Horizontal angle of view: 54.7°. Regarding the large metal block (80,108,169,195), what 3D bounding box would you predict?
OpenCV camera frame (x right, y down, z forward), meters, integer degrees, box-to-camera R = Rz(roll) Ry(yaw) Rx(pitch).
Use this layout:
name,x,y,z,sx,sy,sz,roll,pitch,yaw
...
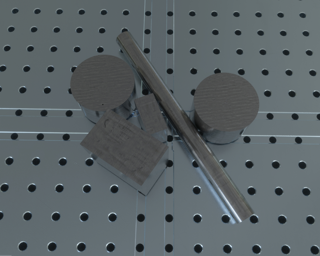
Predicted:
name,x,y,z,sx,sy,sz,roll,pitch,yaw
large metal block,-0.037,0.032,0.366,0.080,0.080,0.050,32,74,11

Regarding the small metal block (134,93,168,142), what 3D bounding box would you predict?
name,x,y,z,sx,sy,sz,roll,pitch,yaw
small metal block,-0.011,-0.009,0.397,0.025,0.050,0.050,-20,72,-7

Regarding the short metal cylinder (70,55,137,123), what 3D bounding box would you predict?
name,x,y,z,sx,sy,sz,roll,pitch,yaw
short metal cylinder,-0.072,-0.050,0.412,0.081,0.050,0.080,0,70,0

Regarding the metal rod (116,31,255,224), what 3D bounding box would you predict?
name,x,y,z,sx,sy,sz,roll,pitch,yaw
metal rod,0.024,-0.013,0.412,0.025,0.025,0.299,-30,73,-10

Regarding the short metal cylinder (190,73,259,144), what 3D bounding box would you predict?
name,x,y,z,sx,sy,sz,roll,pitch,yaw
short metal cylinder,0.082,-0.025,0.404,0.081,0.050,0.080,0,70,0
